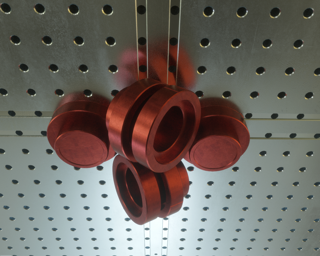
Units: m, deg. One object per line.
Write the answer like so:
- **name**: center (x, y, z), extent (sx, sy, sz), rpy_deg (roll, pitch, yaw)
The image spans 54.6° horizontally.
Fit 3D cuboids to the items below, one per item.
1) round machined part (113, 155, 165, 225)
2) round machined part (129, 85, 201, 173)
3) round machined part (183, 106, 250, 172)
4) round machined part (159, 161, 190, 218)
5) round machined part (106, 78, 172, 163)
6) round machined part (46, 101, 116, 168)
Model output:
- **round machined part**: center (-0.025, 0.077, 0.423), extent (0.042, 0.098, 0.097), rpy_deg (-16, 137, -30)
- **round machined part**: center (0.002, -0.002, 0.353), extent (0.042, 0.099, 0.098), rpy_deg (25, 140, 33)
- **round machined part**: center (0.072, 0.021, 0.419), extent (0.099, 0.042, 0.097), rpy_deg (0, 130, 0)
- **round machined part**: center (0.005, 0.072, 0.437), extent (0.042, 0.098, 0.097), rpy_deg (-15, 137, -30)
- **round machined part**: center (-0.025, -0.012, 0.368), extent (0.042, 0.099, 0.098), rpy_deg (25, 140, 33)
- **round machined part**: center (-0.101, 0.016, 0.412), extent (0.099, 0.042, 0.097), rpy_deg (0, 130, 0)
